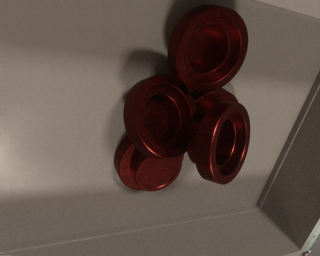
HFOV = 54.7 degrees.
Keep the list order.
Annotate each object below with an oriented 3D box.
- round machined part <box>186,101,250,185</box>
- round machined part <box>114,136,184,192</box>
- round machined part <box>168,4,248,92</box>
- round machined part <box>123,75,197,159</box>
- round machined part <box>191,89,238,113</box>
[{"bbox_3d":[0.068,0.016,0.375,0.099,0.042,0.097,-17,112,-48],"label":"round machined part"},{"bbox_3d":[-0.009,0.048,0.424,0.099,0.042,0.097,-14,125,-21],"label":"round machined part"},{"bbox_3d":[0.052,-0.095,0.367,0.099,0.042,0.097,-14,123,-23],"label":"round machined part"},{"bbox_3d":[-0.003,-0.011,0.370,0.099,0.042,0.097,7,79,-40],"label":"round machined part"},{"bbox_3d":[0.073,-0.007,0.435,0.099,0.042,0.097,-14,125,-21],"label":"round machined part"}]
